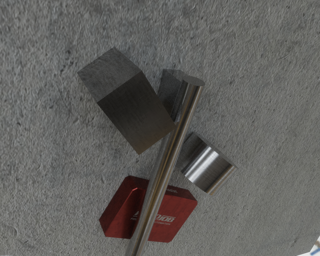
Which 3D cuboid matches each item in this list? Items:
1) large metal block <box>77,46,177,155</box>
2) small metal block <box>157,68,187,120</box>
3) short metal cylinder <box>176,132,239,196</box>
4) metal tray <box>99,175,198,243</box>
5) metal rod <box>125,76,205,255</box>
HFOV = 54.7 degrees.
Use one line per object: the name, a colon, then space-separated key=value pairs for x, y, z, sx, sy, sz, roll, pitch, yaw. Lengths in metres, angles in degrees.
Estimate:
large metal block: x=-0.036 y=-0.031 z=0.334 sx=0.050 sy=0.080 sz=0.080 roll=-37 pitch=130 yaw=-4
small metal block: x=0.020 y=-0.040 z=0.379 sx=0.025 sy=0.050 sz=0.050 roll=0 pitch=119 yaw=-29
short metal cylinder: x=0.063 y=0.050 z=0.439 sx=0.080 sy=0.080 sz=0.050 roll=34 pitch=99 yaw=-39
metal tray: x=-0.015 y=0.129 z=0.477 sx=0.131 sy=0.030 sz=0.090 roll=22 pitch=107 yaw=-37
metal rod: x=-0.003 y=0.074 z=0.398 sx=0.025 sy=0.025 sz=0.298 roll=-1 pitch=124 yaw=-29
